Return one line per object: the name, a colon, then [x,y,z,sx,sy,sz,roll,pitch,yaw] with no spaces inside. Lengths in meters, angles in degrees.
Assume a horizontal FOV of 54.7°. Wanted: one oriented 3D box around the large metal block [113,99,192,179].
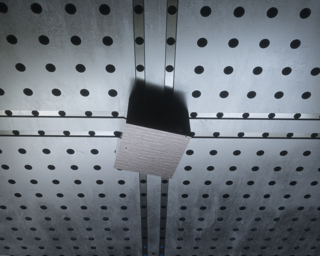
large metal block: [-0.012,0.016,0.409,0.081,0.050,0.079,12,129,-11]
